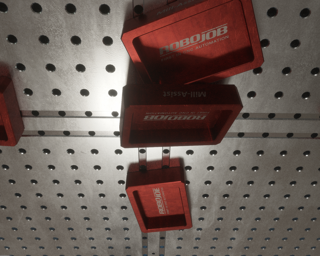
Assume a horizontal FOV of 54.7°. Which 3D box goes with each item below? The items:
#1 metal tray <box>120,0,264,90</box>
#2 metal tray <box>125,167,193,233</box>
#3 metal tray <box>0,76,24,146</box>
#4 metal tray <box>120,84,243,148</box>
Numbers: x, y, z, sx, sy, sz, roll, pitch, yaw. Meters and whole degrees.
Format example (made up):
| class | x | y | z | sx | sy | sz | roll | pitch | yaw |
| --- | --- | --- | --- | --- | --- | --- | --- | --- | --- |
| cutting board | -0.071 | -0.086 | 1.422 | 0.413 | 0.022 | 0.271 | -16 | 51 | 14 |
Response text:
| class | x | y | z | sx | sy | sz | roll | pitch | yaw |
| --- | --- | --- | --- | --- | --- | --- | --- | --- | --- |
| metal tray | 0.036 | -0.090 | 0.332 | 0.130 | 0.030 | 0.090 | -17 | 128 | 13 |
| metal tray | 0.002 | 0.123 | 0.512 | 0.090 | 0.030 | 0.129 | -8 | 130 | 6 |
| metal tray | -0.248 | -0.022 | 0.385 | 0.131 | 0.030 | 0.089 | 4 | 130 | -4 |
| metal tray | 0.020 | -0.012 | 0.368 | 0.131 | 0.030 | 0.089 | -1 | 148 | -12 |
